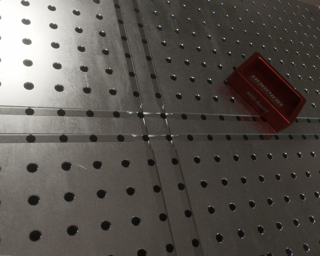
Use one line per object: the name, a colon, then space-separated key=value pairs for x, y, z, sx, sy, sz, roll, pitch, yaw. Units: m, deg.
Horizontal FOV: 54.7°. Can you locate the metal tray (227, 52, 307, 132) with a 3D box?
metal tray: x=0.191 y=-0.067 z=0.551 sx=0.130 sy=0.030 sz=0.091 roll=46 pitch=51 yaw=3
